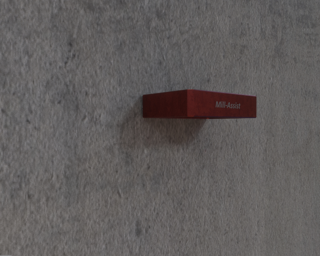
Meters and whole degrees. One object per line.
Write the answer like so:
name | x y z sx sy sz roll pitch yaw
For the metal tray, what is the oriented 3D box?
metal tray | 0.054 -0.028 0.409 0.131 0.090 0.030 -1 91 -40
